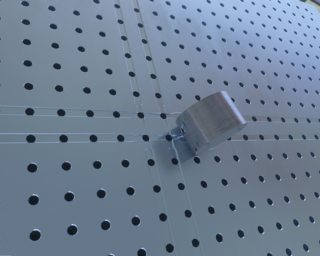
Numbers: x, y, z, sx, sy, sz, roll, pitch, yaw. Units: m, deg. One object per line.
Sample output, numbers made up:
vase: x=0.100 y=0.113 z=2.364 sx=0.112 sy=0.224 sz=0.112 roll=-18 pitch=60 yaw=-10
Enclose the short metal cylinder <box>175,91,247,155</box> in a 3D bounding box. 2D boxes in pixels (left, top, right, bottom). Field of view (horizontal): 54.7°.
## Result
short metal cylinder: x=0.068 y=-0.006 z=0.415 sx=0.081 sy=0.080 sz=0.050 roll=-19 pitch=72 yaw=-36
